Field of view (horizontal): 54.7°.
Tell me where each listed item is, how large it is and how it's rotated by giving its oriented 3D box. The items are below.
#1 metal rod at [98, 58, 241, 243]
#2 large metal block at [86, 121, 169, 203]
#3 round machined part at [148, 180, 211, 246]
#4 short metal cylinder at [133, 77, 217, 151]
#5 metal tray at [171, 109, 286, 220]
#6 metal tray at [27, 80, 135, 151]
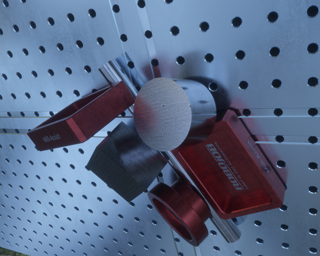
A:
[{"bbox_3d":[0.019,0.038,0.419,0.025,0.025,0.299,-28,103,37],"label":"metal rod"},{"bbox_3d":[-0.047,0.049,0.422,0.080,0.050,0.080,41,147,0],"label":"large metal block"},{"bbox_3d":[0.031,0.112,0.430,0.098,0.042,0.098,42,159,21],"label":"round machined part"},{"bbox_3d":[0.016,-0.016,0.353,0.080,0.050,0.079,5,97,39],"label":"short metal cylinder"},{"bbox_3d":[0.084,0.051,0.390,0.090,0.030,0.130,-28,103,37],"label":"metal tray"},{"bbox_3d":[-0.102,-0.013,0.392,0.130,0.090,0.030,-11,115,48],"label":"metal tray"}]
